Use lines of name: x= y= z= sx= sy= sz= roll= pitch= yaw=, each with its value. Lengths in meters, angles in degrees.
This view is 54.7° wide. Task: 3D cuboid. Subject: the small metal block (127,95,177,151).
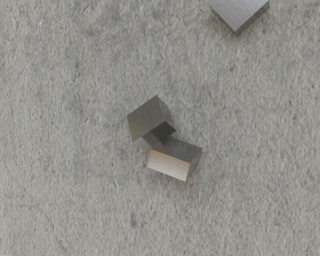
small metal block: x=-0.012 y=-0.007 z=0.400 sx=0.050 sy=0.025 sz=0.050 roll=-34 pitch=44 yaw=16

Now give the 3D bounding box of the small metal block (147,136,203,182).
small metal block: x=0.020 y=0.036 z=0.385 sx=0.050 sy=0.050 sz=0.025 roll=19 pitch=114 yaw=18

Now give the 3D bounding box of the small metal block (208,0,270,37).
small metal block: x=0.095 y=-0.149 z=0.375 sx=0.050 sy=0.025 sz=0.050 roll=-42 pitch=77 yaw=15
